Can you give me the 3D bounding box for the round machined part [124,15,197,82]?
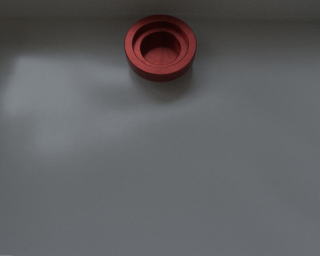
[{"bbox_3d":[0.001,-0.108,0.440,0.099,0.042,0.098,0,70,0],"label":"round machined part"}]
